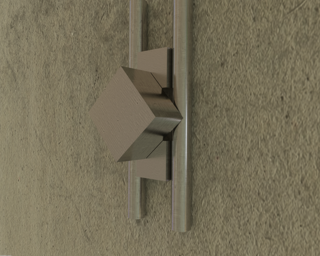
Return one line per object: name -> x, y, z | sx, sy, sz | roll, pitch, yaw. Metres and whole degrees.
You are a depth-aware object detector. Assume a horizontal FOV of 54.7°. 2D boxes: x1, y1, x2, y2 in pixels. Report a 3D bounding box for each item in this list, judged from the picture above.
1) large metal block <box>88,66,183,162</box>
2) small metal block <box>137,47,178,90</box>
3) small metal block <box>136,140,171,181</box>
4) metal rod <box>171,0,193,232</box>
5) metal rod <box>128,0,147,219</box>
large metal block -> -0.032, -0.016, 0.380 | 0.080, 0.050, 0.080 | -48, 62, 29
small metal block -> -0.003, -0.075, 0.405 | 0.050, 0.025, 0.050 | 1, 91, 39
small metal block -> -0.004, 0.040, 0.406 | 0.050, 0.025, 0.050 | 1, 91, 39
metal rod -> 0.027, -0.024, 0.383 | 0.025, 0.025, 0.298 | 1, 91, 39
metal rod -> -0.031, -0.025, 0.431 | 0.025, 0.025, 0.298 | 1, 91, 39
